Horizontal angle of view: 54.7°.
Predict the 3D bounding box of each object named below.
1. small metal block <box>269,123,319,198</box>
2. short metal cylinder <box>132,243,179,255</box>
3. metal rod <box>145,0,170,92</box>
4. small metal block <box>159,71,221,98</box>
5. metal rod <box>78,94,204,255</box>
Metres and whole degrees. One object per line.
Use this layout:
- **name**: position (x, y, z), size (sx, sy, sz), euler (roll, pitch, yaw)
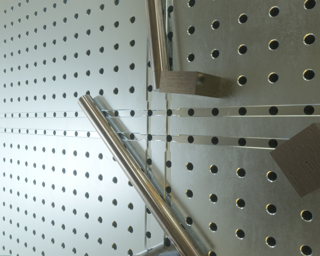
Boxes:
- **small metal block**: position (0.142, 0.030, 0.292), size (0.050, 0.025, 0.050), euler (-43, 64, 31)
- **short metal cylinder**: position (-0.003, 0.195, 0.396), size (0.080, 0.050, 0.080), euler (0, 90, 40)
- **metal rod**: position (-0.011, -0.198, 0.418), size (0.025, 0.025, 0.298), euler (-9, 84, 39)
- **small metal block**: position (0.035, -0.051, 0.364), size (0.050, 0.050, 0.025), euler (9, 96, 39)
- **metal rod**: position (-0.041, 0.057, 0.442), size (0.300, 0.025, 0.025), euler (51, 120, 28)
